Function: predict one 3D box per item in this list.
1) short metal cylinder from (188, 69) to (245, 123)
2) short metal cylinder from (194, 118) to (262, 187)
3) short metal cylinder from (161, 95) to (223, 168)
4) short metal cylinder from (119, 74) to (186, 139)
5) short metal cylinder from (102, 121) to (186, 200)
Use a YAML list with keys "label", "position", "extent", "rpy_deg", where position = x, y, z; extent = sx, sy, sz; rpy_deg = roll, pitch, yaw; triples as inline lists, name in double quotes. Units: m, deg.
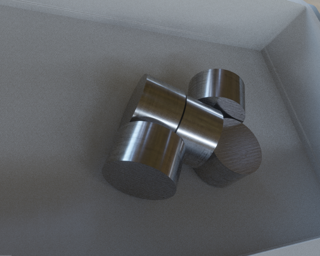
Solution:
- label: "short metal cylinder"
  position: [0.078, -0.037, 0.434]
  extent: [0.080, 0.080, 0.050]
  rpy_deg: [21, 54, -16]
- label: "short metal cylinder"
  position: [0.088, 0.033, 0.416]
  extent: [0.081, 0.050, 0.080]
  rpy_deg: [14, 56, -21]
- label: "short metal cylinder"
  position: [0.035, 0.004, 0.387]
  extent: [0.050, 0.080, 0.080]
  rpy_deg: [24, 53, -14]
- label: "short metal cylinder"
  position: [-0.011, -0.019, 0.375]
  extent: [0.050, 0.080, 0.080]
  rpy_deg: [23, 53, -15]
- label: "short metal cylinder"
  position: [-0.016, 0.037, 0.338]
  extent: [0.080, 0.080, 0.050]
  rpy_deg: [26, 53, -13]
